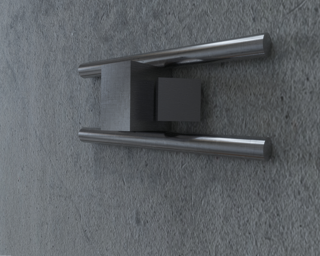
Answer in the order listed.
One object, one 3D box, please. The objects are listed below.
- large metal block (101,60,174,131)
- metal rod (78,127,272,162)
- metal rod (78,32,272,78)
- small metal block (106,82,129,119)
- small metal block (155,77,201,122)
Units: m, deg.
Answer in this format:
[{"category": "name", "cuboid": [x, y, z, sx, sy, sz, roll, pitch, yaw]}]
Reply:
[{"category": "large metal block", "cuboid": [-0.027, -0.037, 0.394, 0.050, 0.081, 0.079, 1, 91, 40]}, {"category": "metal rod", "cuboid": [-0.006, 0.016, 0.410, 0.300, 0.025, 0.025, 3, 92, 39]}, {"category": "metal rod", "cuboid": [-0.007, -0.089, 0.410, 0.300, 0.025, 0.025, 2, 91, 39]}, {"category": "small metal block", "cuboid": [-0.059, -0.037, 0.435, 0.025, 0.050, 0.050, 1, 91, 0]}, {"category": "small metal block", "cuboid": [0.021, -0.033, 0.370, 0.025, 0.050, 0.050, -178, 89, -81]}]
